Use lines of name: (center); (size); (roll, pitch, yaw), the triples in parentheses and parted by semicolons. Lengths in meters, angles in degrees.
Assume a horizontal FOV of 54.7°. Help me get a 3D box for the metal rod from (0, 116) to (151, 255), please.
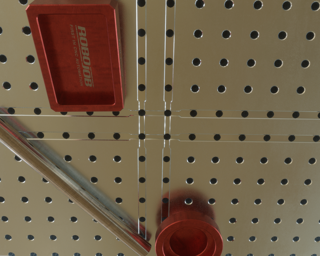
metal rod: (-0.125, 0.089, 0.444); (0.025, 0.025, 0.300); (-41, 106, 13)

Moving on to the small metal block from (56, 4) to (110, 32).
small metal block: (-0.085, -0.146, 0.358); (0.050, 0.025, 0.050); (31, 107, -12)

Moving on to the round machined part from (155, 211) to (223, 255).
round machined part: (0.042, 0.166, 0.466); (0.099, 0.042, 0.097); (0, 110, -1)

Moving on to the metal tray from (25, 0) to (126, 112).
metal tray: (-0.091, -0.081, 0.361); (0.091, 0.030, 0.129); (-1, 126, 0)
